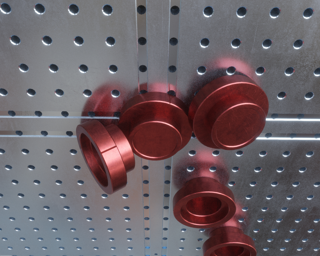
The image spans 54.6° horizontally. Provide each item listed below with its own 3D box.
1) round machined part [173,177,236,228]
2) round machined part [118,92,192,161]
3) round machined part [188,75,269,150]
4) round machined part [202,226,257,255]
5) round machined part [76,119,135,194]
[{"bbox_3d":[0.070,0.117,0.500,0.099,0.042,0.097,0,130,0],"label":"round machined part"},{"bbox_3d":[-0.006,0.005,0.404,0.099,0.042,0.097,0,130,0],"label":"round machined part"},{"bbox_3d":[0.087,-0.012,0.377,0.099,0.042,0.097,-8,127,-11],"label":"round machined part"},{"bbox_3d":[0.130,0.225,0.593,0.099,0.042,0.097,0,130,0],"label":"round machined part"},{"bbox_3d":[-0.068,0.033,0.404,0.042,0.098,0.097,-25,136,-26],"label":"round machined part"}]
